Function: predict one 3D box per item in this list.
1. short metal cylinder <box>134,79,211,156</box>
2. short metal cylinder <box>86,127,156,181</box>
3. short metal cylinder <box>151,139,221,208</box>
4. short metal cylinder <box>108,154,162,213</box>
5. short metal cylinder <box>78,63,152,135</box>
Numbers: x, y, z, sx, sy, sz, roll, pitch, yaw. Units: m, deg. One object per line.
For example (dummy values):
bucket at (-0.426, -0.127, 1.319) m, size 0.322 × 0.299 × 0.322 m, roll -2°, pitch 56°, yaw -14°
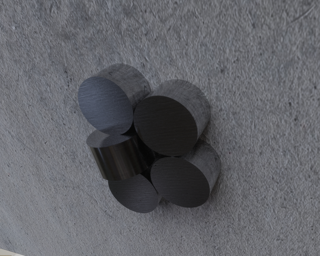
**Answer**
short metal cylinder at (0.015, -0.013, 0.375) m, size 0.080 × 0.050 × 0.079 m, roll 13°, pitch 125°, yaw 20°
short metal cylinder at (-0.051, 0.026, 0.416) m, size 0.080 × 0.080 × 0.050 m, roll -3°, pitch 117°, yaw 29°
short metal cylinder at (0.035, 0.057, 0.409) m, size 0.080 × 0.050 × 0.079 m, roll 14°, pitch 125°, yaw 21°
short metal cylinder at (-0.028, 0.077, 0.455) m, size 0.080 × 0.050 × 0.079 m, roll 14°, pitch 125°, yaw 21°
short metal cylinder at (-0.057, -0.037, 0.399) m, size 0.080 × 0.050 × 0.079 m, roll 14°, pitch 125°, yaw 21°
